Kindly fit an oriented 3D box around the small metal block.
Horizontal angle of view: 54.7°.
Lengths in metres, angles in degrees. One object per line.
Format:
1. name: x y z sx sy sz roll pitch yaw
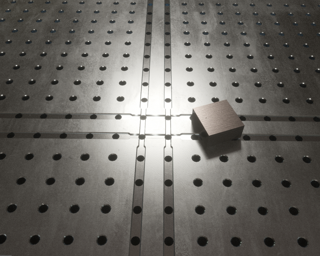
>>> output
1. small metal block: 0.076 -0.007 0.415 0.050 0.025 0.050 -15 52 -13
